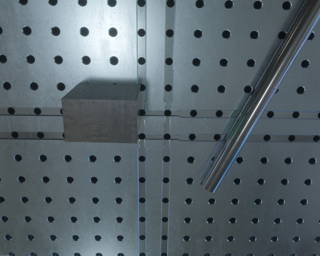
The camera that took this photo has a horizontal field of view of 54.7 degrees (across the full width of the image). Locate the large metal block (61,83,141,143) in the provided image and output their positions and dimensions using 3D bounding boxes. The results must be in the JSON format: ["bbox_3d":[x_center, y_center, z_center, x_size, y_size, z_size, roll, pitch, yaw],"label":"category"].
[{"bbox_3d":[-0.066,-0.021,0.376,0.081,0.080,0.050,1,110,-1],"label":"large metal block"}]

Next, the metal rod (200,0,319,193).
[{"bbox_3d":[0.132,-0.042,0.399,0.025,0.025,0.298,23,108,-9],"label":"metal rod"}]
